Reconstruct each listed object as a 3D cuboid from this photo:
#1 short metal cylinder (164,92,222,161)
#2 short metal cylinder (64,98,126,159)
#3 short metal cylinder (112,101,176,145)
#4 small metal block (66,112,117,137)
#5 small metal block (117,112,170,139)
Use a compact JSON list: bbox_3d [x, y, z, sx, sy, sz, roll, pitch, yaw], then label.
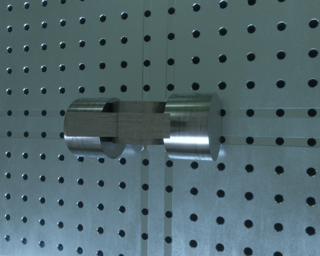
[{"bbox_3d":[0.041,-0.002,0.368,0.050,0.080,0.079,1,90,21],"label":"short metal cylinder"},{"bbox_3d":[-0.082,0.000,0.412,0.050,0.080,0.079,1,91,20],"label":"short metal cylinder"},{"bbox_3d":[-0.020,-0.006,0.390,0.080,0.080,0.050,1,91,20],"label":"short metal cylinder"},{"bbox_3d":[-0.074,-0.004,0.339,0.050,0.050,0.025,1,91,-12],"label":"small metal block"},{"bbox_3d":[-0.019,-0.003,0.324,0.050,0.050,0.025,1,91,-11],"label":"small metal block"}]
